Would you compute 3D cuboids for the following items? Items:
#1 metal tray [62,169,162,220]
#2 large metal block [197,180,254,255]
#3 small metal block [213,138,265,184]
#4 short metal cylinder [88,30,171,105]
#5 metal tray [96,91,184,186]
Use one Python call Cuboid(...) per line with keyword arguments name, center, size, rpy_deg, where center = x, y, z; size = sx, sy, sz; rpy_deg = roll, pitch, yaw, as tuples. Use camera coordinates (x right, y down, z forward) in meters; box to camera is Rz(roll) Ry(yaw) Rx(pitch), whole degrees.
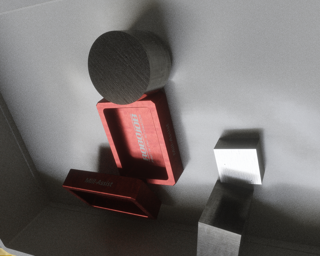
Cuboid(name="metal tray", center=(-0.073, 0.103, 0.481), size=(0.130, 0.030, 0.090), rpy_deg=(3, 148, 26))
Cuboid(name="large metal block", center=(0.086, 0.130, 0.408), size=(0.050, 0.080, 0.079), rpy_deg=(12, 123, 21))
Cuboid(name="small metal block", center=(0.098, 0.041, 0.381), size=(0.050, 0.025, 0.050), rpy_deg=(-2, 118, 29))
Cuboid(name="short metal cylinder", center=(-0.035, -0.071, 0.356), size=(0.080, 0.050, 0.079), rpy_deg=(9, 111, 25))
Cuboid(name="metal tray", center=(-0.026, 0.016, 0.427), size=(0.090, 0.030, 0.129), rpy_deg=(0, 119, 28))
